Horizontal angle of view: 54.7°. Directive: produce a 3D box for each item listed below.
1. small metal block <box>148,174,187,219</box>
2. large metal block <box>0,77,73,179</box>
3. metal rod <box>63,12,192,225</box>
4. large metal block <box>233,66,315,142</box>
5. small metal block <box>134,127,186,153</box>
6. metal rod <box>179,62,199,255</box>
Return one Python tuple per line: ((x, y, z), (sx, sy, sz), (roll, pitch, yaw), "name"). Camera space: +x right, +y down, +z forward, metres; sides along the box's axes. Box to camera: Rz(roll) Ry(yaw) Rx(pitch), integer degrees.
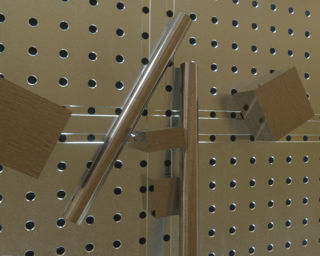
((0.012, 0.090, 0.417), (0.050, 0.025, 0.050), (-3, 91, -20), "small metal block")
((-0.154, 0.000, 0.342), (0.080, 0.050, 0.080), (28, 81, -18), "large metal block")
((-0.036, -0.020, 0.398), (0.025, 0.025, 0.299), (31, 80, -18), "metal rod")
((0.169, -0.035, 0.461), (0.080, 0.050, 0.080), (-29, 100, -18), "large metal block")
((-0.001, 0.014, 0.399), (0.050, 0.050, 0.025), (-8, 93, -20), "small metal block")
((0.038, 0.060, 0.400), (0.025, 0.025, 0.299), (5, 79, -20), "metal rod")
